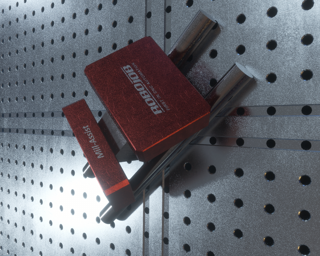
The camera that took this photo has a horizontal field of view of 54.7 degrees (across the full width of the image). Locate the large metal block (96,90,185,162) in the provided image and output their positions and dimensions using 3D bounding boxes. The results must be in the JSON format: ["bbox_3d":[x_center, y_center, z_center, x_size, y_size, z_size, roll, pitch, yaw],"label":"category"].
[{"bbox_3d":[-0.025,-0.003,0.392,0.080,0.081,0.050,-49,61,28],"label":"large metal block"}]

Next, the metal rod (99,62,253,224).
[{"bbox_3d":[0.005,0.037,0.404,0.299,0.025,0.025,-49,61,28],"label":"metal rod"}]

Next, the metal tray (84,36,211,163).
[{"bbox_3d":[-0.016,-0.037,0.350,0.090,0.030,0.130,-30,64,-12],"label":"metal tray"}]

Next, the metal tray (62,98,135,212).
[{"bbox_3d":[-0.078,0.036,0.401,0.130,0.030,0.090,57,166,24],"label":"metal tray"}]

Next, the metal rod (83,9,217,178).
[{"bbox_3d":[-0.029,-0.030,0.431,0.298,0.025,0.025,-50,61,28],"label":"metal rod"}]
